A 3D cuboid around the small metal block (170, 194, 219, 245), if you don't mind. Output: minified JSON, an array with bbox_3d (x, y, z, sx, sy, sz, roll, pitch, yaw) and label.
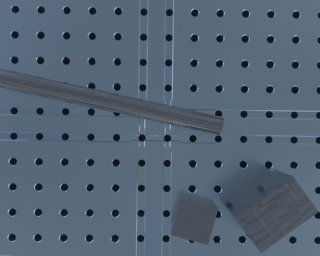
[{"bbox_3d":[0.045,0.122,0.414,0.050,0.025,0.050,16,90,-1],"label":"small metal block"}]

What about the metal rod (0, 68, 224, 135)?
[{"bbox_3d":[-0.066,-0.035,0.412,0.302,0.025,0.025,12,90,-1],"label":"metal rod"}]

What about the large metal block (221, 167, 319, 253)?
[{"bbox_3d":[0.131,0.097,0.388,0.080,0.080,0.050,-35,90,0],"label":"large metal block"}]
